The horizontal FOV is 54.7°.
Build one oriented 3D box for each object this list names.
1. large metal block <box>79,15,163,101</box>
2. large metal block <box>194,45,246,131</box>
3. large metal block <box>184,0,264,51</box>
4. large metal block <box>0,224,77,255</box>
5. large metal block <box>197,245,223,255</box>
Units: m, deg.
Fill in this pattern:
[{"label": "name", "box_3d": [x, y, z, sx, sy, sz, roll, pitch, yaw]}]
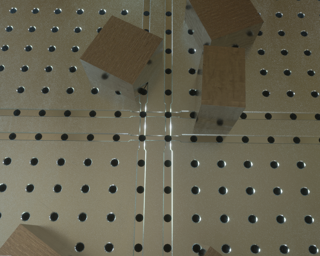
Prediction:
[{"label": "large metal block", "box_3d": [-0.051, -0.097, 0.433, 0.080, 0.050, 0.080, 27, 72, 9]}, {"label": "large metal block", "box_3d": [0.075, -0.049, 0.401, 0.050, 0.080, 0.080, 5, 70, 1]}, {"label": "large metal block", "box_3d": [0.091, -0.159, 0.458, 0.080, 0.050, 0.080, -21, 72, -8]}, {"label": "large metal block", "box_3d": [-0.140, 0.163, 0.337, 0.080, 0.050, 0.080, 33, 73, 11]}, {"label": "large metal block", "box_3d": [0.061, 0.186, 0.331, 0.080, 0.050, 0.080, 36, 74, 12]}]
